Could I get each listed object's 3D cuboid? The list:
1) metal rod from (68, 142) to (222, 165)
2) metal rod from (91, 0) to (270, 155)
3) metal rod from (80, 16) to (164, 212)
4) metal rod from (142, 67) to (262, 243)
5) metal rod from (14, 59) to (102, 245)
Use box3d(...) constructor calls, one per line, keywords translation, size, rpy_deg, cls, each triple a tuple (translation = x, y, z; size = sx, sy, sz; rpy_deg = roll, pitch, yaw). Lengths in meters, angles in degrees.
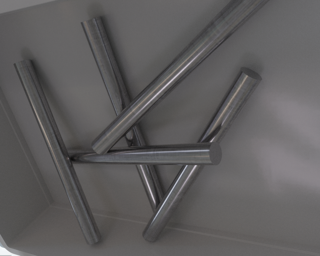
box3d(translation=(-0.053, 0.038, 0.428), size=(0.300, 0.025, 0.025), rpy_deg=(-6, 116, 41), cls="metal rod")
box3d(translation=(0.011, -0.056, 0.348), size=(0.025, 0.025, 0.299), rpy_deg=(46, 123, -4), cls="metal rod")
box3d(translation=(-0.041, 0.000, 0.430), size=(0.025, 0.025, 0.298), rpy_deg=(-4, 117, 30), cls="metal rod")
box3d(translation=(0.040, 0.056, 0.404), size=(0.025, 0.025, 0.298), rpy_deg=(31, 123, 8), cls="metal rod")
box3d(translation=(-0.155, 0.042, 0.479), size=(0.025, 0.025, 0.298), rpy_deg=(-13, 100, 33), cls="metal rod")
